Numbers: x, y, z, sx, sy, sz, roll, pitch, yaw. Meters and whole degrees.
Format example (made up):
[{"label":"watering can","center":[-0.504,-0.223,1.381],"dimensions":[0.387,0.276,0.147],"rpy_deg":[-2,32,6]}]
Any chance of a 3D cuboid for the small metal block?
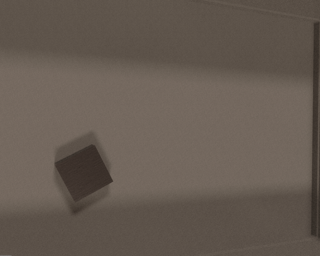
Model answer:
[{"label":"small metal block","center":[-0.093,0.054,0.377],"dimensions":[0.050,0.025,0.050],"rpy_deg":[-28,100,-18]}]
